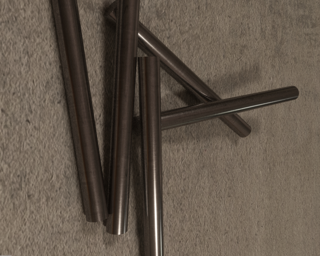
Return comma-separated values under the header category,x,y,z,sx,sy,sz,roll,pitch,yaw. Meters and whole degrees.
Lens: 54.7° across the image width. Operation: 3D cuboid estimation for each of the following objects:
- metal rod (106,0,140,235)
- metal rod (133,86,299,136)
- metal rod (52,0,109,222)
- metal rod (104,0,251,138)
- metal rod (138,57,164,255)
category,x,y,z,sx,sy,sz,roll,pitch,yaw
metal rod,-0.042,-0.028,0.351,0.025,0.025,0.298,-1,97,-40
metal rod,0.099,-0.031,0.457,0.303,0.025,0.025,-13,99,-29
metal rod,-0.088,-0.046,0.331,0.025,0.025,0.298,-12,98,-40
metal rod,0.044,-0.066,0.443,0.301,0.025,0.025,35,68,-35
metal rod,-0.009,0.066,0.376,0.025,0.025,0.298,-10,104,-40
